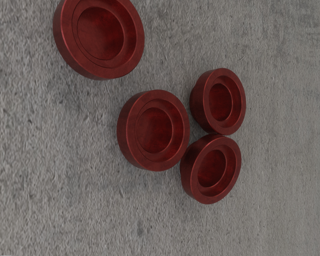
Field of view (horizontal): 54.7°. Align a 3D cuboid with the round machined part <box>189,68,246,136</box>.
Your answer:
[{"bbox_3d":[0.082,-0.038,0.461,0.099,0.042,0.097,1,88,-40],"label":"round machined part"}]

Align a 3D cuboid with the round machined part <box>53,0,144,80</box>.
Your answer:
[{"bbox_3d":[-0.068,-0.100,0.336,0.099,0.042,0.097,0,90,-40],"label":"round machined part"}]

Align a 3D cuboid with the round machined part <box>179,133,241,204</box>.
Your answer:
[{"bbox_3d":[0.067,0.054,0.441,0.099,0.042,0.097,-12,110,-34],"label":"round machined part"}]

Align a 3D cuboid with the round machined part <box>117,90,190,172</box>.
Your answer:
[{"bbox_3d":[-0.012,0.003,0.383,0.099,0.042,0.097,0,90,-40],"label":"round machined part"}]
